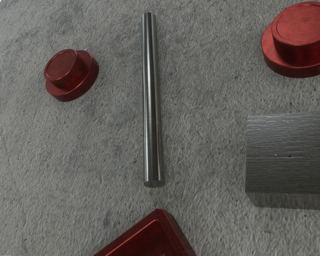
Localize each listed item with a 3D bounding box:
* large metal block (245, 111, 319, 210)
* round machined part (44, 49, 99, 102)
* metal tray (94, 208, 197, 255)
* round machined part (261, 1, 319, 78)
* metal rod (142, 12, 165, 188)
[{"bbox_3d":[0.130,0.032,0.300,0.080,0.050,0.080,-4,60,26],"label":"large metal block"},{"bbox_3d":[-0.159,-0.097,0.533,0.098,0.042,0.098,-13,56,20],"label":"round machined part"},{"bbox_3d":[-0.025,0.157,0.316,0.130,0.030,0.090,-37,51,3],"label":"metal tray"},{"bbox_3d":[0.172,-0.112,0.371,0.098,0.042,0.098,-13,56,20],"label":"round machined part"},{"bbox_3d":[-0.013,-0.060,0.445,0.025,0.025,0.299,-15,55,19],"label":"metal rod"}]
